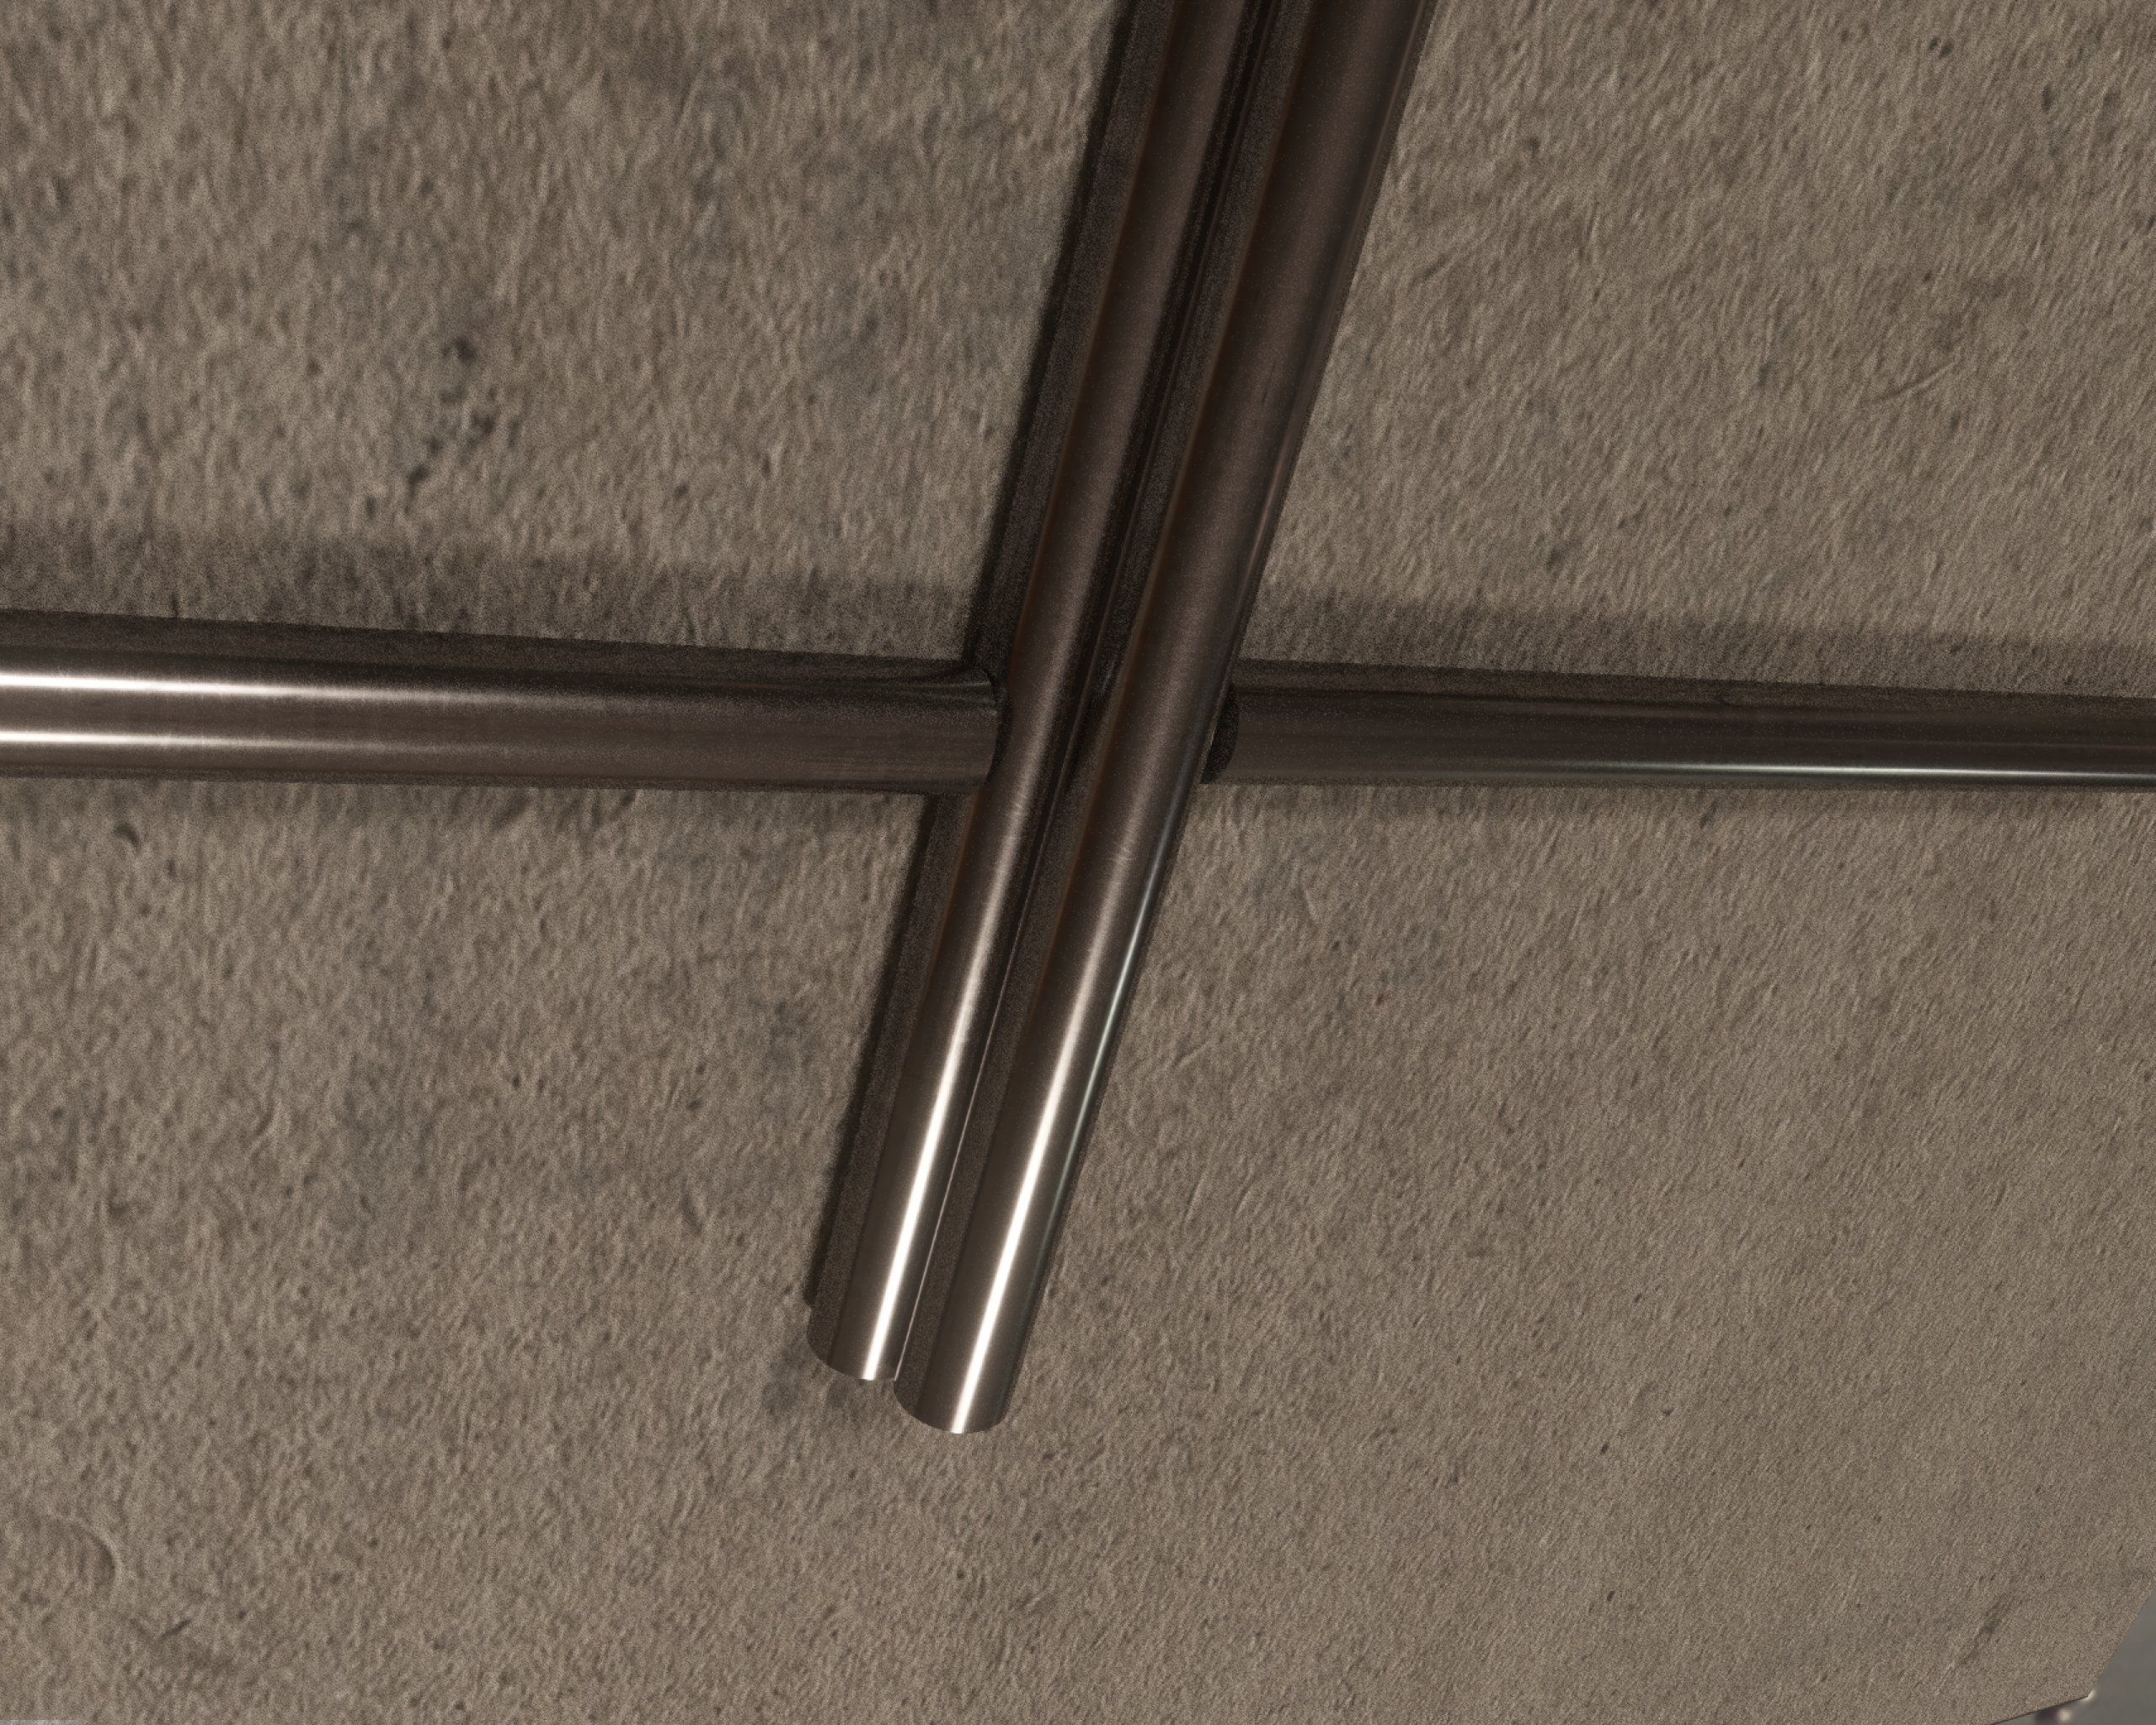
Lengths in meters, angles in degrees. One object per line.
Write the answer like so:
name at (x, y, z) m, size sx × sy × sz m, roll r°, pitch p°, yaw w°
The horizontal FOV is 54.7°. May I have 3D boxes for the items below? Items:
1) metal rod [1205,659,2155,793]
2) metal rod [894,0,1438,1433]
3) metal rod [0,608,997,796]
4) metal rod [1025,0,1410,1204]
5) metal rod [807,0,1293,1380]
metal rod at (0.157, -0.029, 0.479) m, size 0.303 × 0.025 × 0.025 m, roll -1°, pitch 119°, yaw -29°
metal rod at (0.010, -0.019, 0.377) m, size 0.025 × 0.025 × 0.298 m, roll 1°, pitch 118°, yaw -29°
metal rod at (-0.153, -0.025, 0.310) m, size 0.303 × 0.025 × 0.025 m, roll 0°, pitch 118°, yaw -29°
metal rod at (0.011, -0.023, 0.403) m, size 0.025 × 0.025 × 0.298 m, roll 1°, pitch 118°, yaw -29°
metal rod at (-0.009, -0.028, 0.389) m, size 0.025 × 0.025 × 0.298 m, roll 1°, pitch 118°, yaw -29°
